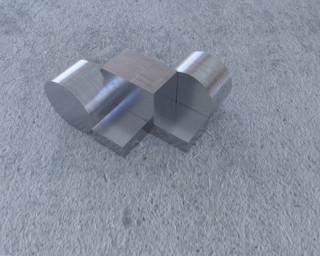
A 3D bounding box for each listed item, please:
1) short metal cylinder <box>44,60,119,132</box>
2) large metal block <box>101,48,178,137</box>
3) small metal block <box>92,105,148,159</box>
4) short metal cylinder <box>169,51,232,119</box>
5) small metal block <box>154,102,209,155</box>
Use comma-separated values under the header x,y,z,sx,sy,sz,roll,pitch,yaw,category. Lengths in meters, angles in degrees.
x,y,z,sx,sy,sz,roll,pitch,yaw,category
-0.101,-0.041,0.403,0.080,0.080,0.050,28,56,21,short metal cylinder
-0.026,-0.047,0.409,0.080,0.080,0.050,28,55,21,large metal block
-0.051,0.004,0.401,0.050,0.025,0.050,28,55,22,small metal block
0.049,-0.055,0.415,0.080,0.080,0.050,29,56,22,short metal cylinder
0.028,-0.001,0.406,0.050,0.025,0.050,28,55,22,small metal block
